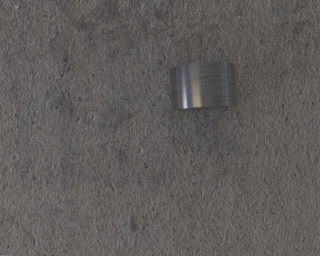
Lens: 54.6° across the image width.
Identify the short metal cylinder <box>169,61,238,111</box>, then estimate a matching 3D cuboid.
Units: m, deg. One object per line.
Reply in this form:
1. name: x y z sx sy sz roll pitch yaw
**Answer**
1. short metal cylinder: 0.053 -0.049 0.383 0.080 0.080 0.050 -3 90 0
